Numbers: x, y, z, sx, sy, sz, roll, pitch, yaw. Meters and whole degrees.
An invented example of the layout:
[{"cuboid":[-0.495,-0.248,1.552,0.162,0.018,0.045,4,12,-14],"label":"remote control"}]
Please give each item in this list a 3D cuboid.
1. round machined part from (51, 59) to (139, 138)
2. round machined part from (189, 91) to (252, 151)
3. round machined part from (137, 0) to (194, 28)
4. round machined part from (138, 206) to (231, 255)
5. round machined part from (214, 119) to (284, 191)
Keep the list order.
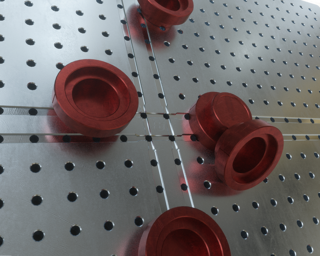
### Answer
[{"cuboid":[-0.079,-0.031,0.373,0.099,0.042,0.098,13,56,-21],"label":"round machined part"},{"cuboid":[0.096,-0.014,0.456,0.099,0.042,0.098,14,56,-21],"label":"round machined part"},{"cuboid":[0.004,-0.211,0.528,0.099,0.042,0.098,13,56,-21],"label":"round machined part"},{"cuboid":[0.023,0.136,0.326,0.099,0.042,0.098,13,56,-21],"label":"round machined part"},{"cuboid":[0.113,0.032,0.414,0.099,0.097,0.042,-3,28,-30],"label":"round machined part"}]
